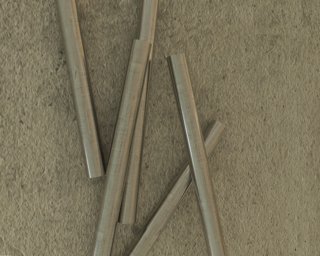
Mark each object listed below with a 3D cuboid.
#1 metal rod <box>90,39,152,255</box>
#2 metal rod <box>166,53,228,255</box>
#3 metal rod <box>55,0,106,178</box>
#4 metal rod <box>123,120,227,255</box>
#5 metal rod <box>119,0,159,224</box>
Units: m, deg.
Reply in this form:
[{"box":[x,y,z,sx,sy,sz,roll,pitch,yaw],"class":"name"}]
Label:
[{"box":[-0.051,0.044,0.374,0.025,0.025,0.298,11,91,-20],"class":"metal rod"},{"box":[0.052,0.055,0.400,0.025,0.025,0.298,-14,95,-20],"class":"metal rod"},{"box":[-0.101,-0.089,0.371,0.025,0.025,0.298,-11,94,-20],"class":"metal rod"},{"box":[0.001,0.117,0.409,0.025,0.025,0.300,38,78,-16],"class":"metal rod"},{"box":[-0.028,-0.030,0.398,0.025,0.025,0.298,7,88,-20],"class":"metal rod"}]
